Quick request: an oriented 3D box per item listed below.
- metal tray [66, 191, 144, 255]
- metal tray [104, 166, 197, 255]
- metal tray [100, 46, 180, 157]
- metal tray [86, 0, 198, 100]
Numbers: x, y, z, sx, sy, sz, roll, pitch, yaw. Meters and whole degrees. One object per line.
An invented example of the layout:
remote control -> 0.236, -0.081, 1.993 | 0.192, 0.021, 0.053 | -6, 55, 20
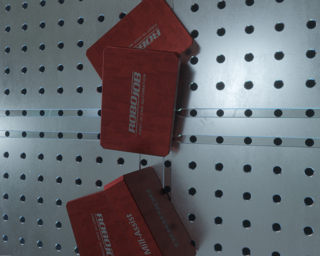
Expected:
metal tray -> -0.071, 0.153, 0.434 | 0.090, 0.030, 0.129 | -20, 84, 18
metal tray -> -0.008, 0.116, 0.380 | 0.030, 0.090, 0.130 | -32, 80, 17
metal tray -> -0.026, -0.033, 0.392 | 0.090, 0.030, 0.129 | 7, 107, 6
metal tray -> -0.026, -0.105, 0.418 | 0.130, 0.030, 0.090 | -36, 79, 16
